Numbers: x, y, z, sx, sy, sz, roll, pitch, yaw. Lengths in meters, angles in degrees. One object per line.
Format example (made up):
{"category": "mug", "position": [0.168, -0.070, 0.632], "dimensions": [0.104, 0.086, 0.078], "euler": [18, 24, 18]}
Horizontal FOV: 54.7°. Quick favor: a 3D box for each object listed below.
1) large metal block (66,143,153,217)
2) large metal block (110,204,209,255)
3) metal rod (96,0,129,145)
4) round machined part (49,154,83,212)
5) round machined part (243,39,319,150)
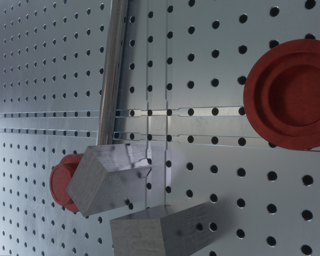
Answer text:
{"category": "large metal block", "position": [-0.070, 0.070, 0.432], "dimensions": [0.050, 0.081, 0.080], "euler": [45, 117, 30]}
{"category": "large metal block", "position": [0.000, 0.126, 0.374], "dimensions": [0.080, 0.081, 0.050], "euler": [-16, 80, 39]}
{"category": "metal rod", "position": [-0.072, -0.088, 0.468], "dimensions": [0.025, 0.025, 0.298], "euler": [12, 98, 39]}
{"category": "round machined part", "position": [-0.149, 0.093, 0.522], "dimensions": [0.098, 0.042, 0.097], "euler": [0, 90, 40]}
{"category": "round machined part", "position": [0.132, -0.029, 0.289], "dimensions": [0.098, 0.042, 0.097], "euler": [0, 90, 40]}
